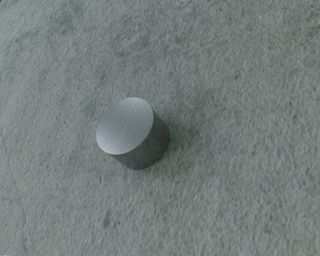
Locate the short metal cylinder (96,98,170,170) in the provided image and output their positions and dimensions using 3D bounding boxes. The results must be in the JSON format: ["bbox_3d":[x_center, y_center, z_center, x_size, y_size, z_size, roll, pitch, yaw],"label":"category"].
[{"bbox_3d":[-0.034,0.008,0.400,0.080,0.050,0.080,-13,56,20],"label":"short metal cylinder"}]
